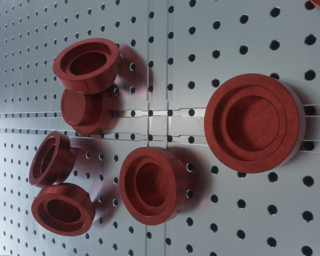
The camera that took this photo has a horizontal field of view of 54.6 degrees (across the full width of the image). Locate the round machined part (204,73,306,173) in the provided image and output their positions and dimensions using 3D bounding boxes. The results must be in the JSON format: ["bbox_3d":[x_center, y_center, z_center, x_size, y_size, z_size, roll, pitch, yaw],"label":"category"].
[{"bbox_3d":[0.098,-0.005,0.318,0.098,0.042,0.097,0,90,40],"label":"round machined part"}]

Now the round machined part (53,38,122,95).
[{"bbox_3d":[-0.104,-0.088,0.463,0.098,0.098,0.042,36,155,34],"label":"round machined part"}]

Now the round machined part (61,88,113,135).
[{"bbox_3d":[-0.124,-0.037,0.502,0.098,0.042,0.097,0,90,40],"label":"round machined part"}]

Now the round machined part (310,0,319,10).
[{"bbox_3d":[0.167,-0.148,0.261,0.098,0.042,0.097,0,90,40],"label":"round machined part"}]

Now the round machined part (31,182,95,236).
[{"bbox_3d":[-0.152,0.127,0.504,0.098,0.042,0.097,4,123,6],"label":"round machined part"}]

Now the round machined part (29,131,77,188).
[{"bbox_3d":[-0.180,0.058,0.533,0.098,0.042,0.098,-31,44,36],"label":"round machined part"}]

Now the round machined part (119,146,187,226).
[{"bbox_3d":[-0.004,0.072,0.403,0.098,0.042,0.097,0,90,40],"label":"round machined part"}]
